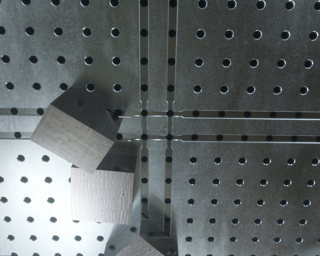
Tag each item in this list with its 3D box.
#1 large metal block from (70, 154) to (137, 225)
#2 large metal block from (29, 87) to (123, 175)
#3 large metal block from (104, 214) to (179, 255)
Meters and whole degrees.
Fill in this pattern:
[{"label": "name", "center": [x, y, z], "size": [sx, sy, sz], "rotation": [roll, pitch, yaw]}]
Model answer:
[{"label": "large metal block", "center": [-0.077, 0.082, 0.430], "size": [0.080, 0.050, 0.079], "rotation": [6, 110, -2]}, {"label": "large metal block", "center": [-0.098, 0.001, 0.383], "size": [0.080, 0.080, 0.050], "rotation": [32, 107, -11]}, {"label": "large metal block", "center": [-0.029, 0.193, 0.471], "size": [0.080, 0.050, 0.080], "rotation": [-43, 105, 14]}]
